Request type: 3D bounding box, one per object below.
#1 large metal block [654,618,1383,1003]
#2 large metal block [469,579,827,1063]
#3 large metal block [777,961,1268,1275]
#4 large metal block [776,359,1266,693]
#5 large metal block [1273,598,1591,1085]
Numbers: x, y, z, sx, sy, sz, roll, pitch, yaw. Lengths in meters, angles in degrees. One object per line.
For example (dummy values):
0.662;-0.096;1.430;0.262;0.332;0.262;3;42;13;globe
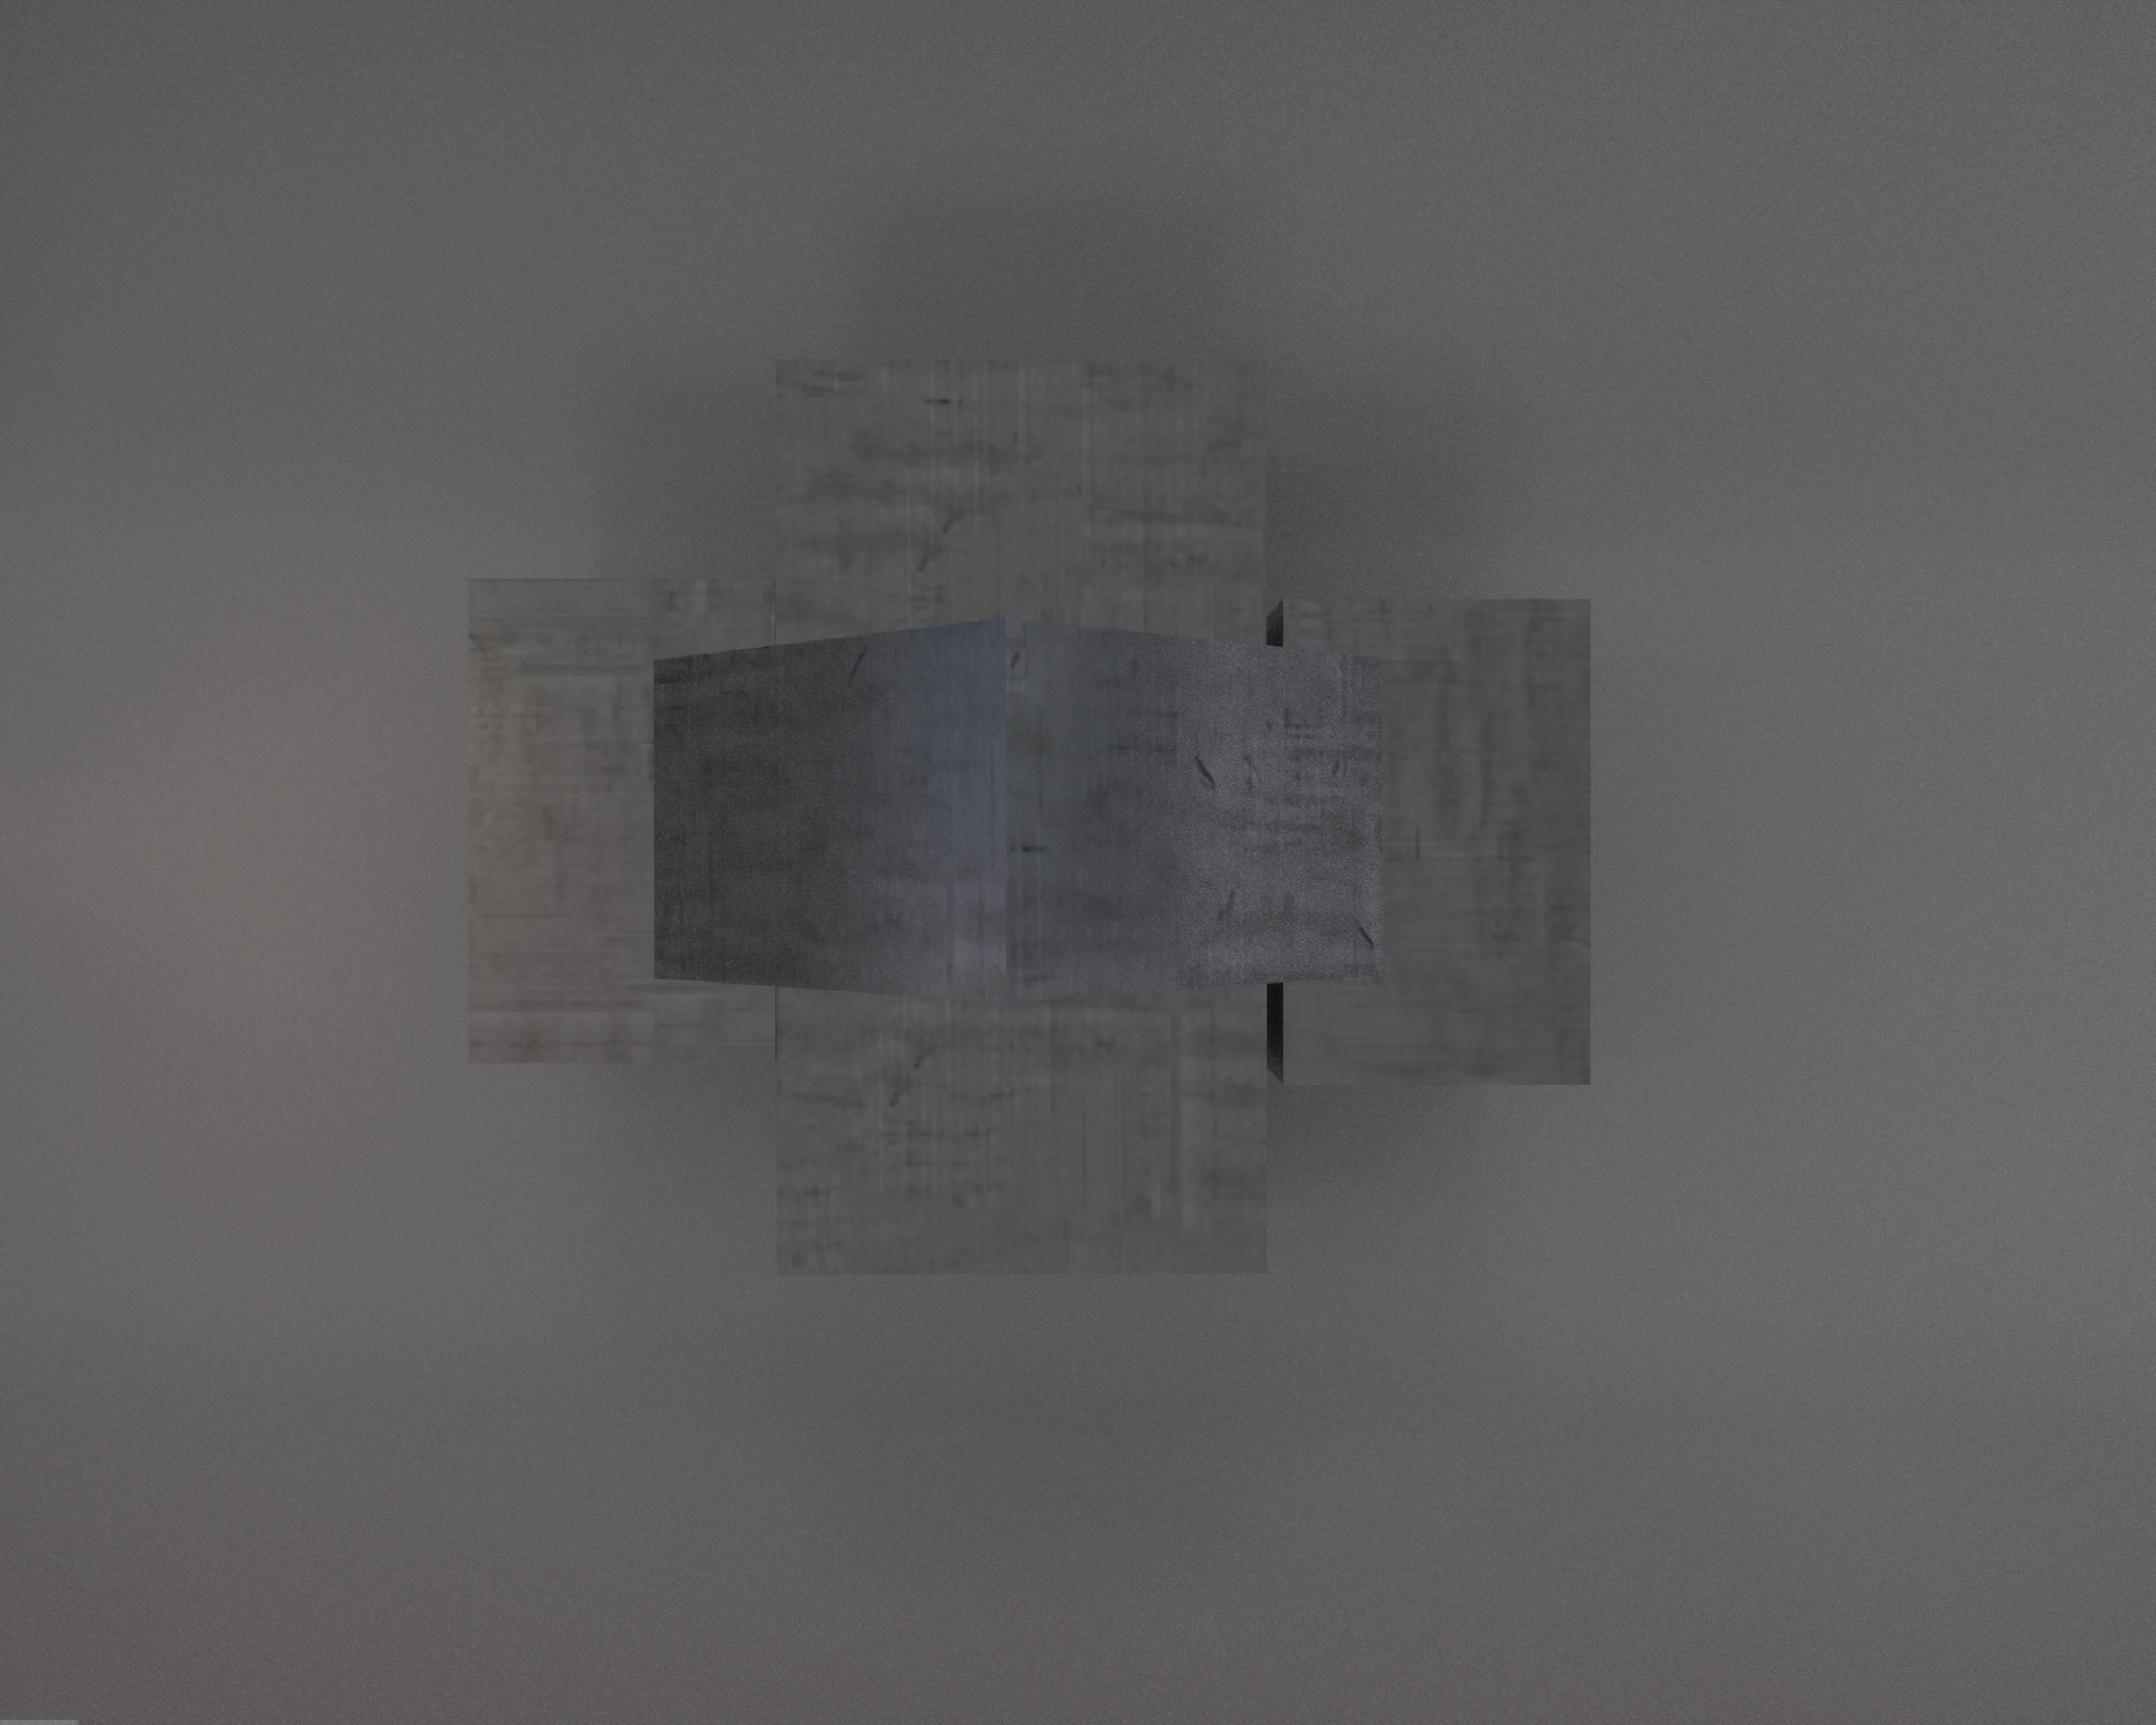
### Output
-0.009;-0.007;0.326;0.081;0.080;0.050;0;90;-45;large metal block
-0.075;-0.007;0.383;0.050;0.080;0.080;0;90;0;large metal block
-0.009;0.043;0.383;0.081;0.080;0.050;0;90;0;large metal block
-0.009;-0.058;0.382;0.081;0.080;0.050;0;90;0;large metal block
0.058;-0.004;0.381;0.050;0.080;0.080;0;90;-1;large metal block
